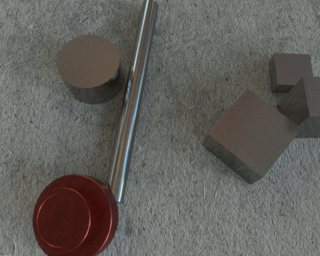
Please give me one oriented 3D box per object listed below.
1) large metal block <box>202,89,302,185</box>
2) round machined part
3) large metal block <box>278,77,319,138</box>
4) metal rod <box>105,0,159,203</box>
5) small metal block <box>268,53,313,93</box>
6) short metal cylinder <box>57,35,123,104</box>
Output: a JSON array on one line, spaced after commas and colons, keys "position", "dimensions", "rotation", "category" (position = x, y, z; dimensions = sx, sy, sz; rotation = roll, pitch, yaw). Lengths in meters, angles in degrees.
[{"position": [0.113, 0.012, 0.392], "dimensions": [0.080, 0.050, 0.080], "rotation": [40, 75, 13], "category": "large metal block"}, {"position": [-0.101, 0.101, 0.348], "dimensions": [0.098, 0.042, 0.098], "rotation": [-3, 78, 13], "category": "round machined part"}, {"position": [0.206, -0.023, 0.390], "dimensions": [0.081, 0.080, 0.050], "rotation": [0, 70, -1], "category": "large metal block"}, {"position": [-0.036, -0.050, 0.425], "dimensions": [0.025, 0.025, 0.299], "rotation": [8, 70, 2], "category": "metal rod"}, {"position": [0.185, -0.077, 0.439], "dimensions": [0.050, 0.025, 0.050], "rotation": [2, 70, 0], "category": "small metal block"}, {"position": [-0.092, -0.079, 0.423], "dimensions": [0.081, 0.050, 0.080], "rotation": [0, 70, 0], "category": "short metal cylinder"}]
